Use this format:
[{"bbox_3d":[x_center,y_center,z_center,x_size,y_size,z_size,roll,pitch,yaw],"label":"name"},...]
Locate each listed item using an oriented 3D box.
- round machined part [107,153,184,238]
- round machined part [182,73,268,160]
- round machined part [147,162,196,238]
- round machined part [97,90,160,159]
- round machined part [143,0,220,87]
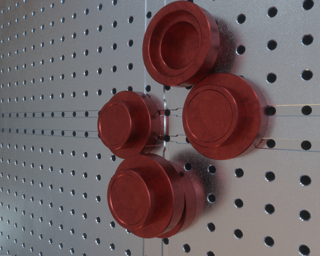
[{"bbox_3d":[-0.024,0.079,0.361,0.098,0.042,0.097,1,91,39],"label":"round machined part"},{"bbox_3d":[0.064,-0.013,0.344,0.098,0.042,0.097,0,90,39],"label":"round machined part"},{"bbox_3d":[-0.006,0.094,0.401,0.098,0.042,0.097,0,90,39],"label":"round machined part"},{"bbox_3d":[-0.051,-0.004,0.438,0.098,0.042,0.097,0,90,39],"label":"round machined part"},{"bbox_3d":[0.029,-0.097,0.373,0.098,0.042,0.097,0,90,39],"label":"round machined part"}]
